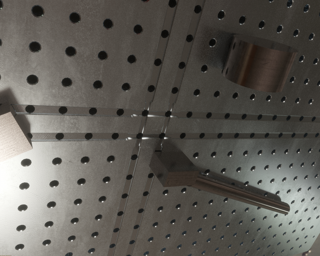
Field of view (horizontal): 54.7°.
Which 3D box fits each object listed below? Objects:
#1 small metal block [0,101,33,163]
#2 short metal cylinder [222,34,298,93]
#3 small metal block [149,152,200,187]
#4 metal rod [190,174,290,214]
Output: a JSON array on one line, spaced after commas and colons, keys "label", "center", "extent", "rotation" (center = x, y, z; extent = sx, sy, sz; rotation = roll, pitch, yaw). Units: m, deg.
[{"label": "small metal block", "center": [-0.170, 0.007, 0.323], "extent": [0.050, 0.025, 0.050], "rotation": [-25, 128, -14]}, {"label": "short metal cylinder", "center": [0.126, -0.084, 0.395], "extent": [0.081, 0.080, 0.050], "rotation": [-3, 120, -28]}, {"label": "small metal block", "center": [0.020, 0.058, 0.444], "extent": [0.050, 0.050, 0.025], "rotation": [2, 117, -30]}, {"label": "metal rod", "center": [0.158, 0.127, 0.579], "extent": [0.302, 0.025, 0.025], "rotation": [23, 106, -37]}]
